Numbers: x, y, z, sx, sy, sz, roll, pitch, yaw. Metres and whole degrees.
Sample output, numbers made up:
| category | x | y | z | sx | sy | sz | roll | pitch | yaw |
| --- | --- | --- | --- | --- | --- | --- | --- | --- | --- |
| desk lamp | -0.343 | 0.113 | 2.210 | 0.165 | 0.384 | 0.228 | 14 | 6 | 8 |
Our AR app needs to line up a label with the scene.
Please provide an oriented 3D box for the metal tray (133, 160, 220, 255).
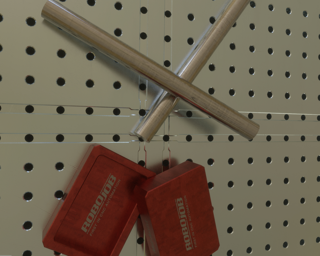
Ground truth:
| category | x | y | z | sx | sy | sz | roll | pitch | yaw |
| --- | --- | --- | --- | --- | --- | --- | --- | --- | --- |
| metal tray | 0.025 | 0.119 | 0.401 | 0.091 | 0.030 | 0.129 | -22 | 108 | -29 |

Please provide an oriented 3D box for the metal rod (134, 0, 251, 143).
| category | x | y | z | sx | sy | sz | roll | pitch | yaw |
| --- | --- | --- | --- | --- | --- | --- | --- | --- | --- |
| metal rod | 0.061 | -0.107 | 0.436 | 0.025 | 0.025 | 0.300 | 39 | 77 | -16 |

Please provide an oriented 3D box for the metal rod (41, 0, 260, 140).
| category | x | y | z | sx | sy | sz | roll | pitch | yaw |
| --- | --- | --- | --- | --- | --- | --- | --- | --- | --- |
| metal rod | -0.004 | -0.068 | 0.389 | 0.301 | 0.025 | 0.025 | 30 | 80 | -10 |

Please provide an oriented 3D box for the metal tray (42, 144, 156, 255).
| category | x | y | z | sx | sy | sz | roll | pitch | yaw |
| --- | --- | --- | --- | --- | --- | --- | --- | --- | --- |
| metal tray | -0.072 | 0.095 | 0.383 | 0.090 | 0.030 | 0.130 | 30 | 80 | -18 |
